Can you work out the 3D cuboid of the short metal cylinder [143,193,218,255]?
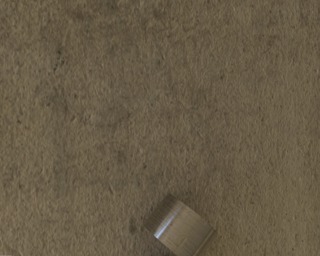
[{"bbox_3d":[0.025,0.128,0.391,0.080,0.080,0.050,44,76,-15],"label":"short metal cylinder"}]
